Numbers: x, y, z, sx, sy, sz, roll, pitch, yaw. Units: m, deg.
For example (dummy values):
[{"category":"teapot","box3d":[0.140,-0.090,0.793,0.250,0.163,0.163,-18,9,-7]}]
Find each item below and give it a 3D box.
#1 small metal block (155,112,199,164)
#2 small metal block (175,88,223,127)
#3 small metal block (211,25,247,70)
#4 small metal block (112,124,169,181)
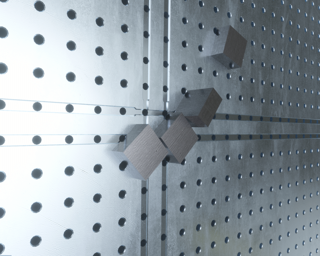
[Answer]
[{"category":"small metal block","box3d":[0.020,0.014,0.428,0.050,0.025,0.050,-51,120,-28]},{"category":"small metal block","box3d":[0.053,-0.028,0.439,0.025,0.050,0.050,46,63,-31]},{"category":"small metal block","box3d":[0.114,-0.131,0.507,0.050,0.025,0.050,25,74,-38]},{"category":"small metal block","box3d":[-0.024,0.030,0.391,0.050,0.025,0.050,-49,120,-29]}]
